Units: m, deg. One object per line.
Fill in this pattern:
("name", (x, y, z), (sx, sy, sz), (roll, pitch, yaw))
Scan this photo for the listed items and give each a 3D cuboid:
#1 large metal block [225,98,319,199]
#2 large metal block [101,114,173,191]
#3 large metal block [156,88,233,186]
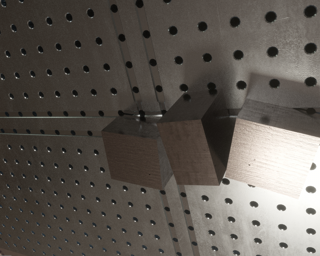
("large metal block", (0.123, 0.021, 0.343), (0.080, 0.050, 0.079), (15, 125, 19))
("large metal block", (-0.026, 0.032, 0.427), (0.080, 0.050, 0.079), (8, 122, 23))
("large metal block", (0.046, 0.009, 0.356), (0.050, 0.080, 0.080), (-5, 116, 30))
